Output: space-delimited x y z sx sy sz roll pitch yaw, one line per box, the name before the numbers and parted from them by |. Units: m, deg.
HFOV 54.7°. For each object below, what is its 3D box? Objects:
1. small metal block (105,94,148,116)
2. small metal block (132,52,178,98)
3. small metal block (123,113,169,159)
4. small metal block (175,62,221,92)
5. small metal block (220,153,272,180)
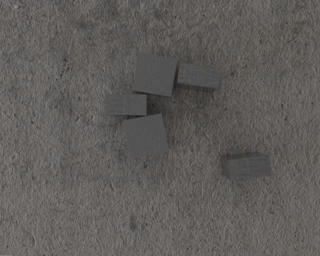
small metal block | -0.041 -0.028 0.397 0.050 0.050 0.025 0 90 0
small metal block | -0.006 -0.069 0.410 0.050 0.025 0.050 10 90 0
small metal block | -0.018 0.010 0.409 0.050 0.025 0.050 -11 91 0
small metal block | 0.047 -0.063 0.398 0.050 0.050 0.025 8 90 0
small metal block | 0.109 0.048 0.398 0.050 0.050 0.025 -6 90 0
